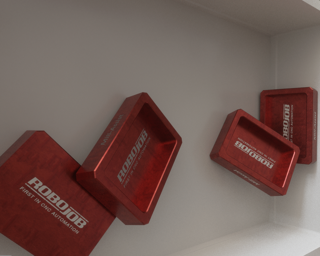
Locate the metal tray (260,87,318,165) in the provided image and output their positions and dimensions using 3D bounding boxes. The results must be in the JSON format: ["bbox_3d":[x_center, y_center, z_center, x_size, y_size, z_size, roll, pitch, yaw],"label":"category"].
[{"bbox_3d":[0.227,-0.004,0.551,0.030,0.090,0.129,2,89,-50],"label":"metal tray"}]

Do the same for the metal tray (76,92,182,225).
[{"bbox_3d":[-0.027,0.033,0.358,0.090,0.030,0.130,52,44,-27],"label":"metal tray"}]

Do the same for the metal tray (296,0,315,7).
[{"bbox_3d":[0.212,-0.266,0.526,0.091,0.030,0.130,22,43,-21],"label":"metal tray"}]

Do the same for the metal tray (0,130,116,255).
[{"bbox_3d":[-0.110,0.076,0.311,0.130,0.030,0.090,52,60,-28],"label":"metal tray"}]

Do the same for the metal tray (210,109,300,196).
[{"bbox_3d":[0.155,0.040,0.499,0.130,0.030,0.090,32,68,-9],"label":"metal tray"}]
